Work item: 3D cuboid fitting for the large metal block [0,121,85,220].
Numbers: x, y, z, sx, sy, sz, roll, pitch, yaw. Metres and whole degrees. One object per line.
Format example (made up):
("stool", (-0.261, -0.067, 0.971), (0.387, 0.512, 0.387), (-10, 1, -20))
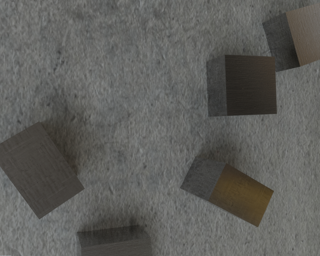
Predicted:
("large metal block", (-0.129, 0.040, 0.332), (0.050, 0.080, 0.080), (-34, 102, -17))

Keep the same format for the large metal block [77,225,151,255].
("large metal block", (-0.057, 0.170, 0.376), (0.081, 0.050, 0.079), (0, 90, -21))

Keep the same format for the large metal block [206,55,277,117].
("large metal block", (0.115, -0.058, 0.440), (0.081, 0.050, 0.079), (-3, 91, -20))

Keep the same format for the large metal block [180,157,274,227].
("large metal block", (0.086, 0.082, 0.413), (0.080, 0.080, 0.050), (30, 80, -18))

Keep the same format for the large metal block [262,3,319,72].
("large metal block", (0.216, -0.139, 0.477), (0.081, 0.050, 0.080), (-21, 97, -19))
